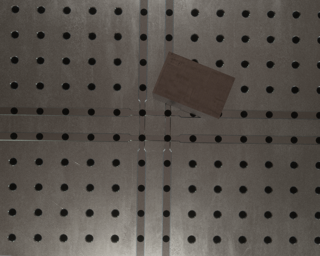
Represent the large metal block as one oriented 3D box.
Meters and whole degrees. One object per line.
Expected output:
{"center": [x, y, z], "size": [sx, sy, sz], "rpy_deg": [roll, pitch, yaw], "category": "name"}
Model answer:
{"center": [0.038, -0.048, 0.386], "size": [0.080, 0.080, 0.050], "rpy_deg": [22, 90, -1], "category": "large metal block"}
